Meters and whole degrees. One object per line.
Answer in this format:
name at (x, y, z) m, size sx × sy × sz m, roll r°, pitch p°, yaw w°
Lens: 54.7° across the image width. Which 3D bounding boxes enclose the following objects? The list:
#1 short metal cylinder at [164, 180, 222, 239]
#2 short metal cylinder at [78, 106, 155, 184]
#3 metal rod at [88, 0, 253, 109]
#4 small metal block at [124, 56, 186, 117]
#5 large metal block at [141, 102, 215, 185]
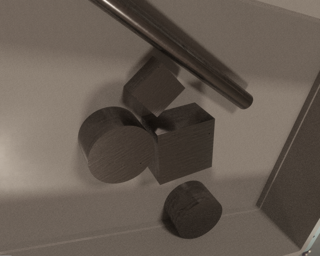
short metal cylinder at (0.054, 0.133, 0.507) m, size 0.081 × 0.050 × 0.079 m, roll -14°, pitch 124°, yaw -21°
short metal cylinder at (-0.054, 0.020, 0.377) m, size 0.081 × 0.050 × 0.079 m, roll -14°, pitch 125°, yaw -21°
metal rod at (0.019, -0.092, 0.363) m, size 0.301 × 0.025 × 0.025 m, roll 26°, pitch 104°, yaw -38°
small metal block at (-0.006, -0.050, 0.376) m, size 0.050 × 0.025 × 0.050 m, roll -46°, pitch 130°, yaw 4°
large metal block at (0.024, 0.020, 0.420) m, size 0.081 × 0.050 × 0.079 m, roll -16°, pitch 125°, yaw -20°
